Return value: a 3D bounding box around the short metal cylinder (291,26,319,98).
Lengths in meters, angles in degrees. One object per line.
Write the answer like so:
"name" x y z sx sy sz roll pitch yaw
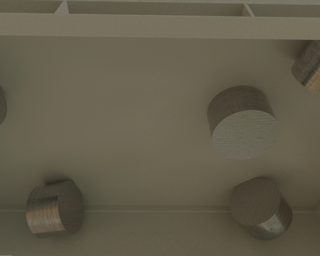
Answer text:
"short metal cylinder" 0.187 -0.064 0.320 0.081 0.080 0.050 15 129 -12

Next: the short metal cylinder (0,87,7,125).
"short metal cylinder" -0.224 -0.027 0.348 0.050 0.080 0.080 -22 127 17

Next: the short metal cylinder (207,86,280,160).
"short metal cylinder" 0.102 -0.006 0.388 0.081 0.050 0.079 0 130 0

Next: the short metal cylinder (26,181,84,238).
"short metal cylinder" -0.159 0.125 0.478 0.050 0.080 0.080 -12 129 10

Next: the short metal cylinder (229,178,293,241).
"short metal cylinder" 0.156 0.125 0.481 0.080 0.080 0.050 -28 125 21
